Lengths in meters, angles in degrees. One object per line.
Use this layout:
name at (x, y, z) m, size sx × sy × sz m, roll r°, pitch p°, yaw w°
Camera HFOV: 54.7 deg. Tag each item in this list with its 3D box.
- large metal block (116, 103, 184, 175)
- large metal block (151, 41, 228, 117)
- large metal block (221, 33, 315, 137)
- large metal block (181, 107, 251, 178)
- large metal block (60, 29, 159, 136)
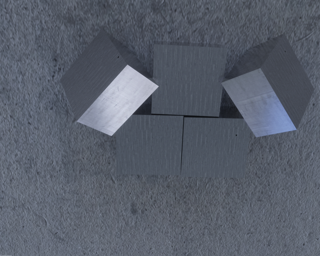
large metal block at (-0.014, 0.013, 0.402) m, size 0.081 × 0.050 × 0.079 m, roll 1°, pitch 110°, yaw -1°
large metal block at (0.032, -0.061, 0.376) m, size 0.081 × 0.050 × 0.079 m, roll 3°, pitch 110°, yaw -2°
large metal block at (0.128, -0.048, 0.359) m, size 0.050 × 0.080 × 0.080 m, roll -17°, pitch 116°, yaw 49°
large metal block at (0.068, 0.017, 0.403) m, size 0.081 × 0.050 × 0.079 m, roll 1°, pitch 110°, yaw -1°
large metal block at (-0.061, -0.052, 0.354) m, size 0.080 × 0.080 × 0.050 m, roll -45°, pitch 139°, yaw 14°
